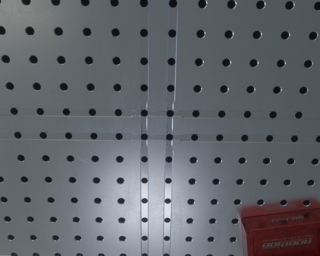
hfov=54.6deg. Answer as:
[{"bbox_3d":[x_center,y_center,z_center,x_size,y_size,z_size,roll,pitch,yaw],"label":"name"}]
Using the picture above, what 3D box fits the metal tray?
[{"bbox_3d":[0.197,0.177,0.477,0.131,0.030,0.089,-8,110,2],"label":"metal tray"}]
